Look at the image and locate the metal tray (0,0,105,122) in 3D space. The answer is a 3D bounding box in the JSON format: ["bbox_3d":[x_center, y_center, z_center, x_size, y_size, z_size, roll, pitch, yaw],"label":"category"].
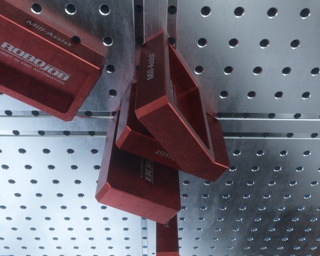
[{"bbox_3d":[-0.140,-0.070,0.346,0.131,0.030,0.090,27,125,-22],"label":"metal tray"}]

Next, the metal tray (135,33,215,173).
[{"bbox_3d":[0.015,-0.030,0.318,0.030,0.130,0.090,-26,126,20],"label":"metal tray"}]

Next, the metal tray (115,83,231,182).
[{"bbox_3d":[0.017,0.005,0.373,0.131,0.090,0.030,22,127,-18],"label":"metal tray"}]

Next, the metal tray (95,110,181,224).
[{"bbox_3d":[-0.023,0.043,0.379,0.090,0.130,0.030,25,126,-20],"label":"metal tray"}]

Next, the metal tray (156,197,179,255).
[{"bbox_3d":[0.012,0.156,0.476,0.030,0.130,0.089,-2,130,2],"label":"metal tray"}]
